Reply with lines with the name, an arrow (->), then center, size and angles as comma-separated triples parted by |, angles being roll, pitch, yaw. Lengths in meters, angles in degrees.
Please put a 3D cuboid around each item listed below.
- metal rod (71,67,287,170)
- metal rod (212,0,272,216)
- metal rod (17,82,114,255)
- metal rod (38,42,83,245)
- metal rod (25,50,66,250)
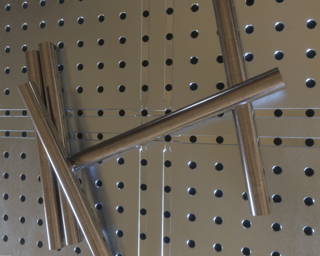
metal rod -> 0.004, -0.002, 0.393 | 0.300, 0.025, 0.025 | -22, 83, 24
metal rod -> 0.097, -0.046, 0.378 | 0.025, 0.025, 0.298 | -11, 87, 19
metal rod -> -0.127, 0.076, 0.436 | 0.025, 0.025, 0.299 | -25, 90, 18
metal rod -> -0.149, 0.020, 0.463 | 0.025, 0.025, 0.298 | -10, 87, 19
metal rod -> -0.175, 0.031, 0.472 | 0.025, 0.025, 0.298 | -9, 87, 19
